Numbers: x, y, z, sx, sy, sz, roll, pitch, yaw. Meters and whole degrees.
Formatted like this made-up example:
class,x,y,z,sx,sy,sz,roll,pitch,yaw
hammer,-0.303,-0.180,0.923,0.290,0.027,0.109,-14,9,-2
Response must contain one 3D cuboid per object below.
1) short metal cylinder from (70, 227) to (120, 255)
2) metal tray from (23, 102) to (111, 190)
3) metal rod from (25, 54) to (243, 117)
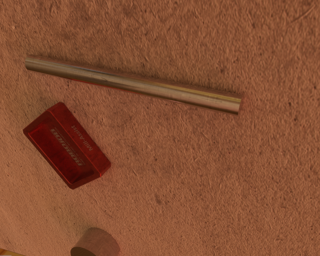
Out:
class,x,y,z,sx,sy,sz,roll,pitch,yaw
short metal cylinder,-0.127,0.243,0.608,0.080,0.050,0.079,13,124,21
metal tray,-0.151,0.032,0.503,0.090,0.030,0.130,-28,103,37
metal rod,-0.047,-0.059,0.395,0.301,0.025,0.025,14,124,20
